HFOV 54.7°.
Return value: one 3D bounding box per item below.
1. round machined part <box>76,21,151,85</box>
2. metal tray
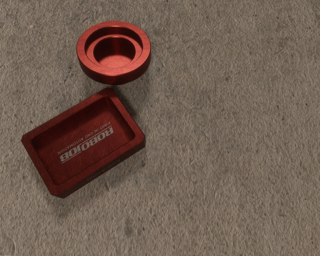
[{"bbox_3d":[-0.062,-0.098,0.429,0.099,0.042,0.098,1,61,-2],"label":"round machined part"},{"bbox_3d":[-0.095,0.017,0.397,0.131,0.030,0.090,-32,74,-12],"label":"metal tray"}]
